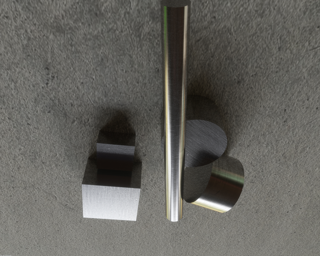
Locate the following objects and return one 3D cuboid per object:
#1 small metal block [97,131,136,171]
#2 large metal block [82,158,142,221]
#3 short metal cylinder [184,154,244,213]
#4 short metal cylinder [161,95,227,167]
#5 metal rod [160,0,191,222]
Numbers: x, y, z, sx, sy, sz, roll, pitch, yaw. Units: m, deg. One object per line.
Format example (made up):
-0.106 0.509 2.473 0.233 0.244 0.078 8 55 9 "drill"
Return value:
-0.062 0.033 0.434 0.050 0.025 0.050 5 130 -5 "small metal block"
-0.072 0.094 0.470 0.081 0.050 0.079 5 130 -5 "large metal block"
0.072 0.072 0.434 0.050 0.080 0.080 21 127 -18 "short metal cylinder"
0.041 0.005 0.396 0.081 0.050 0.079 0 130 0 "short metal cylinder"
0.017 0.010 0.350 0.025 0.025 0.298 -1 130 1 "metal rod"
